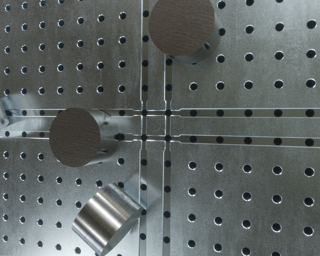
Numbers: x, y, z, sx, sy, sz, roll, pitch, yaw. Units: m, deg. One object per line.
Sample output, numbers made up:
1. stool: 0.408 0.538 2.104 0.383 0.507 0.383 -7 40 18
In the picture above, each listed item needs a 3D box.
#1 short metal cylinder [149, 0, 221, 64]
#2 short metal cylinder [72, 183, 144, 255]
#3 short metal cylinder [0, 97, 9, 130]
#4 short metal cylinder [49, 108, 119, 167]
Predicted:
1. short metal cylinder: 0.033 -0.125 0.387 0.080 0.050 0.079 0 90 19
2. short metal cylinder: -0.067 0.119 0.406 0.050 0.080 0.080 38 102 16
3. short metal cylinder: -0.286 -0.021 0.482 0.080 0.080 0.050 -26 82 18
4. short metal cylinder: -0.106 0.012 0.435 0.080 0.050 0.079 0 90 19
